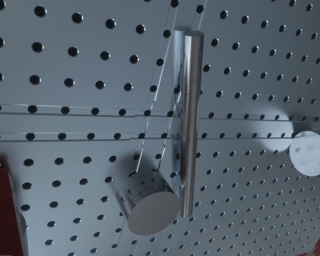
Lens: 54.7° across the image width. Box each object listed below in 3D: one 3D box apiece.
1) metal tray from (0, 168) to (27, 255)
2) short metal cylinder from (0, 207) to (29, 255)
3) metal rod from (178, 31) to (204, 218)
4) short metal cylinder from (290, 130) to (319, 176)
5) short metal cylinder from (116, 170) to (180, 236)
[{"bbox_3d":[-0.189,0.114,0.312,0.091,0.130,0.030,-14,154,-21],"label":"metal tray"},{"bbox_3d":[-0.195,0.136,0.353,0.081,0.080,0.050,-6,121,-26],"label":"short metal cylinder"},{"bbox_3d":[0.041,0.016,0.442,0.025,0.025,0.298,-14,125,-21],"label":"metal rod"},{"bbox_3d":[0.284,0.044,0.558,0.050,0.080,0.079,-2,120,-28],"label":"short metal cylinder"},{"bbox_3d":[-0.018,0.109,0.453,0.081,0.050,0.079,-14,124,-21],"label":"short metal cylinder"}]
